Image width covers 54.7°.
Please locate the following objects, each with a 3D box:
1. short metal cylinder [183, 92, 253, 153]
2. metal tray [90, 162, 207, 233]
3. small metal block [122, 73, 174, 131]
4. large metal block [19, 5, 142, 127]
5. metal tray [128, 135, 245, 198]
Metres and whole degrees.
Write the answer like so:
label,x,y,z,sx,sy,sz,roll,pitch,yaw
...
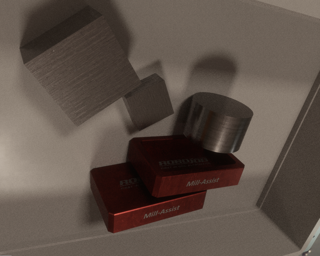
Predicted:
label,x,y,z,sx,sy,sz,roll,pitch,yaw
short metal cylinder,0.076,-0.009,0.411,0.081,0.080,0.050,0,118,-29
metal tray,-0.017,0.080,0.408,0.131,0.090,0.030,-8,122,-25
small metal block,-0.015,-0.032,0.382,0.050,0.025,0.050,-28,128,-11
large metal block,-0.078,-0.062,0.312,0.080,0.050,0.080,-35,129,-6
metal tray,0.034,0.045,0.414,0.131,0.090,0.030,-2,120,-28
